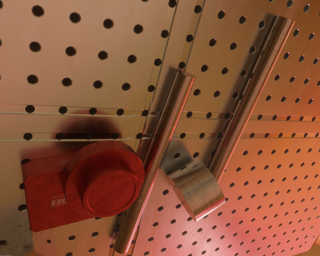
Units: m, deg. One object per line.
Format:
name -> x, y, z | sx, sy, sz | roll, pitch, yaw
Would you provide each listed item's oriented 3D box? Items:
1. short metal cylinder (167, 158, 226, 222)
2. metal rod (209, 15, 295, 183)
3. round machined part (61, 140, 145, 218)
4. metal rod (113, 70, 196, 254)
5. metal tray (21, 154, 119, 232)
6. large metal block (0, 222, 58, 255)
short metal cylinder -> 0.053, 0.092, 0.463 | 0.050, 0.080, 0.080 | -30, 129, -9
metal rod -> 0.122, -0.016, 0.470 | 0.025, 0.025, 0.298 | 6, 116, -31
round machined part -> -0.063, 0.067, 0.369 | 0.099, 0.042, 0.097 | -14, 124, -21
metal rod -> -0.014, 0.062, 0.443 | 0.025, 0.025, 0.298 | 6, 115, -32
metal tray -> -0.103, 0.077, 0.401 | 0.131, 0.030, 0.089 | -8, 122, -25
large metal block -> -0.187, 0.182, 0.407 | 0.080, 0.050, 0.080 | -27, 128, -12
